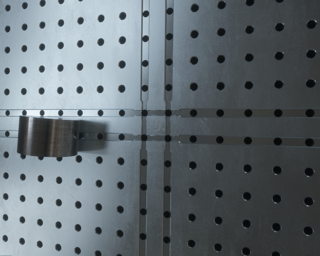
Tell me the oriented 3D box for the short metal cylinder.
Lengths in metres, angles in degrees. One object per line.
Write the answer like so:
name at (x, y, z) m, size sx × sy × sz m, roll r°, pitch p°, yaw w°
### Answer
short metal cylinder at (-0.156, 0.010, 0.437) m, size 0.080 × 0.080 × 0.050 m, roll 6°, pitch 92°, yaw 19°
